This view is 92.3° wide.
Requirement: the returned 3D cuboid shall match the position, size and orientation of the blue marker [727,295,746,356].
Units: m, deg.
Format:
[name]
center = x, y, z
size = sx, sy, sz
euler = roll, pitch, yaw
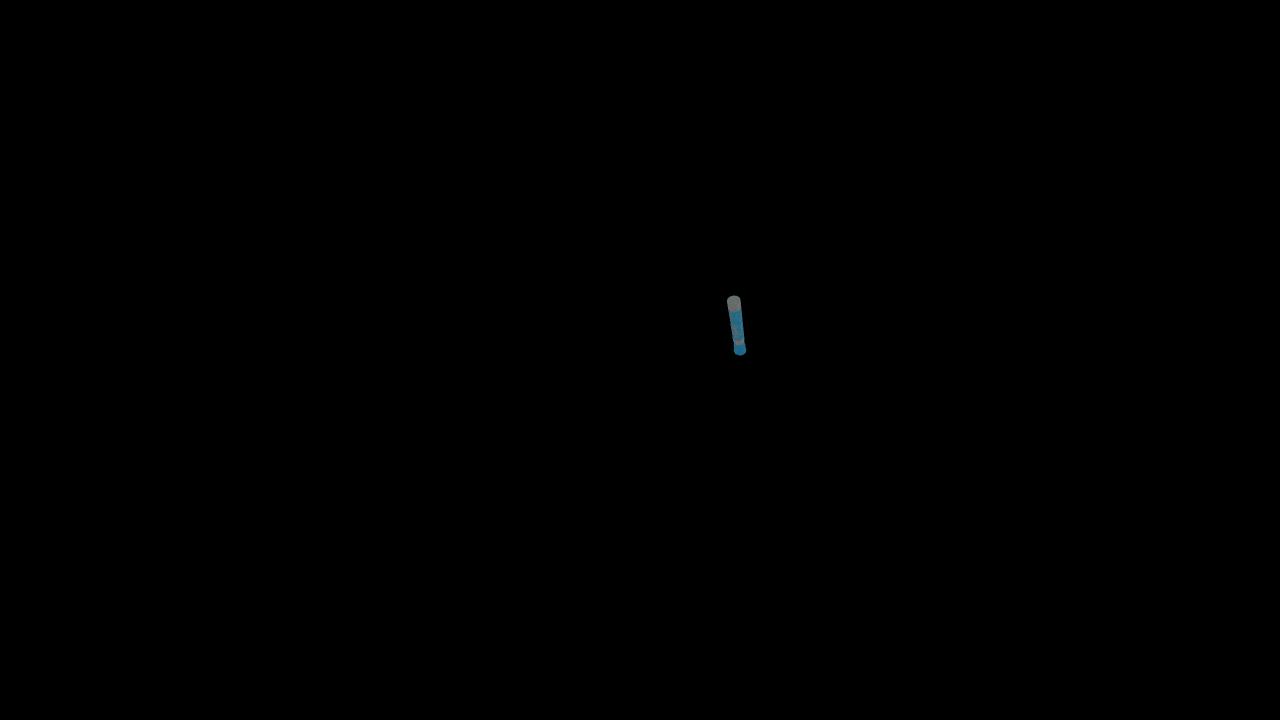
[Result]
[blue marker]
center = 0.141, -0.047, 0.894
size = 0.020, 0.020, 0.121
euler = 0, -36, 15
